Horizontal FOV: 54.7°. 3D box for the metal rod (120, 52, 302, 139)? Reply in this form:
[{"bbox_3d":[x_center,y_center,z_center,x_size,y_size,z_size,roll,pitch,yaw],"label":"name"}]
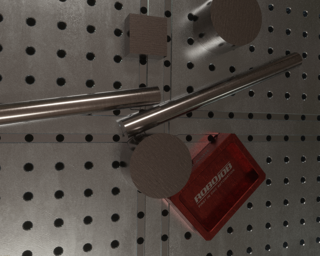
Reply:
[{"bbox_3d":[0.085,-0.053,0.445,0.302,0.025,0.025,-23,98,-19],"label":"metal rod"}]

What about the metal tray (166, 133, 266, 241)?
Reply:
[{"bbox_3d":[0.079,0.080,0.440,0.130,0.030,0.090,-43,104,-15],"label":"metal tray"}]

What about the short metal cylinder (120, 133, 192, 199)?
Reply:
[{"bbox_3d":[-0.006,0.046,0.398,0.081,0.050,0.079,0,90,-21],"label":"short metal cylinder"}]

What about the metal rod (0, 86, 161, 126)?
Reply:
[{"bbox_3d":[-0.143,-0.020,0.359,0.303,0.025,0.025,-9,94,-20],"label":"metal rod"}]

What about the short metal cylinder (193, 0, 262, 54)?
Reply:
[{"bbox_3d":[0.094,-0.150,0.435,0.081,0.050,0.079,0,90,-20],"label":"short metal cylinder"}]

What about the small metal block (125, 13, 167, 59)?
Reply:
[{"bbox_3d":[-0.019,-0.119,0.406,0.050,0.025,0.050,0,90,-21],"label":"small metal block"}]
